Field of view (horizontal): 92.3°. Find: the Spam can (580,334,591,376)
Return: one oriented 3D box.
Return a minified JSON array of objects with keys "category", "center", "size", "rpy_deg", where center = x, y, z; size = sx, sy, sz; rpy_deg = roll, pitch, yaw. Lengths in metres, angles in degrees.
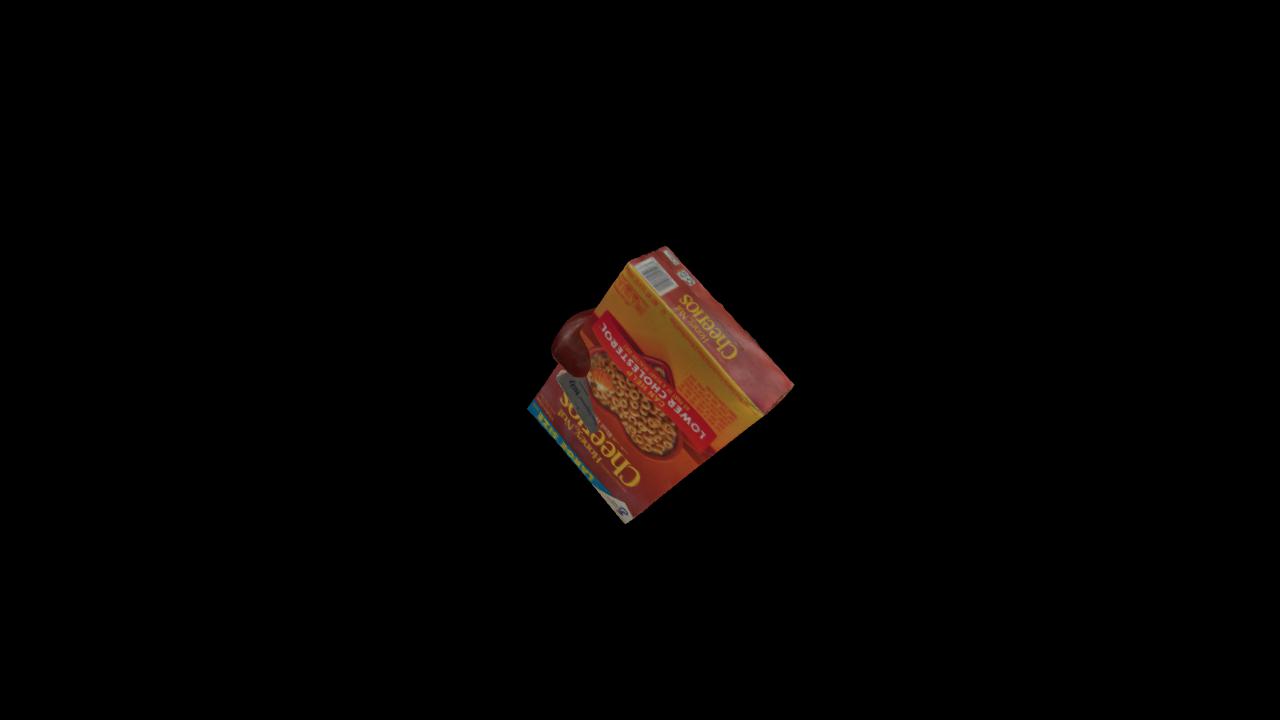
[{"category":"Spam can","center":[0.036,-0.023,0.752],"size":[0.101,0.085,0.058],"rpy_deg":[-24,26,-29]}]

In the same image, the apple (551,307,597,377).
[{"category":"apple","center":[-0.058,-0.019,0.719],"size":[0.093,0.079,0.079],"rpy_deg":[-43,-18,21]}]

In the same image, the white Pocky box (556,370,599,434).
[{"category":"white Pocky box","center":[-0.012,0.019,0.706],"size":[0.154,0.084,0.028],"rpy_deg":[-26,13,20]}]

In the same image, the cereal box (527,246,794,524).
[{"category":"cereal box","center":[0.003,0.046,0.714],"size":[0.081,0.203,0.306],"rpy_deg":[-33,-11,-44]}]
